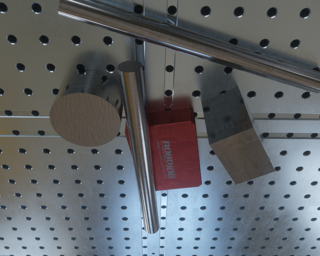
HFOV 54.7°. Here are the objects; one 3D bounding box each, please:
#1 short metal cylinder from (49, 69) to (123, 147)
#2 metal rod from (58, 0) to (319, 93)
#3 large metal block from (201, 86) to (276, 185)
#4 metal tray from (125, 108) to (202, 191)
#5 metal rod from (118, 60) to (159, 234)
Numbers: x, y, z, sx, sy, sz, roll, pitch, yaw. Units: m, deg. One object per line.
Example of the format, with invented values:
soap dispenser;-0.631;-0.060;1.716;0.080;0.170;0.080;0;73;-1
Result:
short metal cylinder;-0.086;-0.023;0.374;0.081;0.050;0.079;-1;130;0
metal rod;0.047;-0.088;0.337;0.302;0.025;0.025;14;129;-12
large metal block;0.096;0.009;0.385;0.050;0.080;0.080;-24;126;19
metal tray;0.009;0.035;0.439;0.090;0.030;0.129;-7;130;5
metal rod;-0.022;0.050;0.413;0.025;0.025;0.298;-3;130;2
